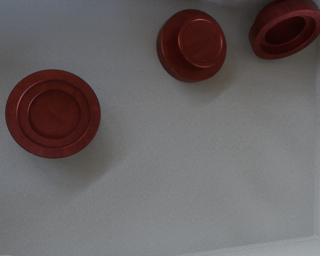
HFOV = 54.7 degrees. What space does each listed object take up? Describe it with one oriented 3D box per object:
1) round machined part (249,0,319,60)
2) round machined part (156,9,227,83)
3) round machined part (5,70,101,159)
[{"bbox_3d":[0.175,-0.146,0.443,0.099,0.097,0.042,0,61,-20],"label":"round machined part"},{"bbox_3d":[0.048,-0.112,0.419,0.099,0.042,0.097,0,90,-20],"label":"round machined part"},{"bbox_3d":[-0.121,-0.015,0.357,0.099,0.042,0.097,0,90,-20],"label":"round machined part"}]
